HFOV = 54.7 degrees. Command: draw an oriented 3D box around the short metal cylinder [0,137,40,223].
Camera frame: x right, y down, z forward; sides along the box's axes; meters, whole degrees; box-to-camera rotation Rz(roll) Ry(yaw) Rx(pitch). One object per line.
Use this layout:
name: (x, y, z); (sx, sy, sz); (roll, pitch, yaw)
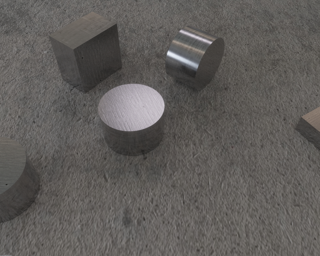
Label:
short metal cylinder: (-0.180, 0.056, 0.338); (0.081, 0.050, 0.080); (0, 50, 0)

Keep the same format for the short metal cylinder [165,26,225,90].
short metal cylinder: (0.052, -0.102, 0.454); (0.050, 0.080, 0.080); (30, 56, 23)

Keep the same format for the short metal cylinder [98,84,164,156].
short metal cylinder: (-0.035, -0.011, 0.396); (0.081, 0.050, 0.080); (0, 50, 0)

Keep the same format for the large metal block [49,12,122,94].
large metal block: (-0.106, -0.112, 0.461); (0.050, 0.080, 0.080); (32, 57, 24)

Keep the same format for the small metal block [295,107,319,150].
small metal block: (0.217, 0.000, 0.405); (0.050, 0.025, 0.050); (-25, 55, -20)
